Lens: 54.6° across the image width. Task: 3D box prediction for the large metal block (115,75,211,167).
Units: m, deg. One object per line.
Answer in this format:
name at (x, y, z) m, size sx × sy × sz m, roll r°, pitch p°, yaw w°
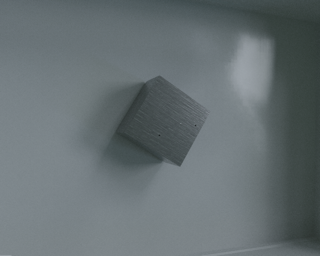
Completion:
large metal block at (0.003, -0.008, 0.395) m, size 0.080 × 0.050 × 0.080 m, roll 33°, pitch 79°, yaw -17°
